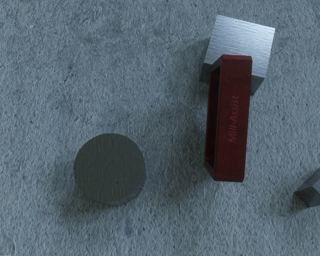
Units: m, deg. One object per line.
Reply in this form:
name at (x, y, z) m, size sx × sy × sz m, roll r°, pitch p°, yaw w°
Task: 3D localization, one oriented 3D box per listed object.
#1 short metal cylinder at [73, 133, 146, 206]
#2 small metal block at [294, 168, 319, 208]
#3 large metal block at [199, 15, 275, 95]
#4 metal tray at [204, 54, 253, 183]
short metal cylinder at (-0.058, 0.052, 0.375) m, size 0.081 × 0.050 × 0.080 m, roll 0°, pitch 70°, yaw 0°
small metal block at (0.198, 0.067, 0.373) m, size 0.050 × 0.050 × 0.025 m, roll -38°, pitch 75°, yaw -13°
large metal block at (0.106, -0.101, 0.433) m, size 0.080 × 0.050 × 0.080 m, roll 16°, pitch 71°, yaw 5°
metal tray at (0.075, -0.011, 0.355) m, size 0.030 × 0.090 × 0.129 m, roll 3°, pitch 93°, yaw 1°
